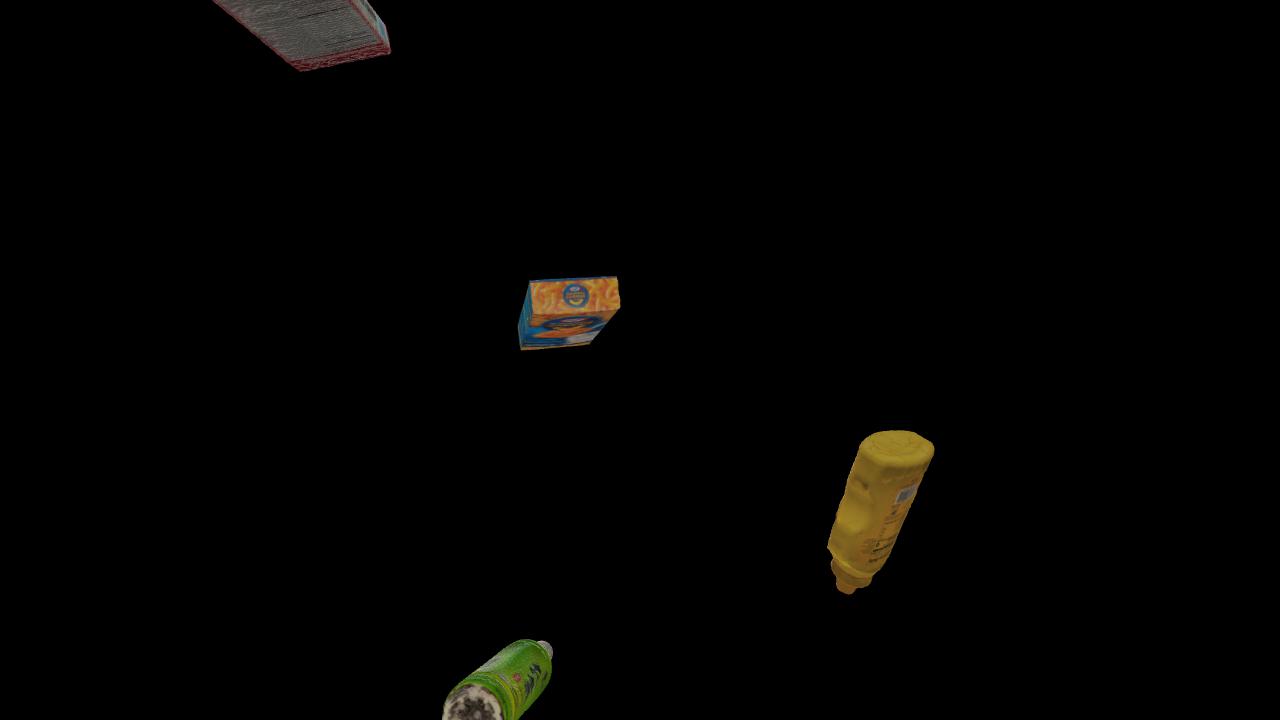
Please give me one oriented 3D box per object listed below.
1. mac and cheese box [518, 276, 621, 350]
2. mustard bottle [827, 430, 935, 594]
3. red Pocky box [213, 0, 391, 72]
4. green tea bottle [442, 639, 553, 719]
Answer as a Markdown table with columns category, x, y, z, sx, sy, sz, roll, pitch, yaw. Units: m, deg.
| category | x | y | z | sx | sy | sz | roll | pitch | yaw |
| --- | --- | --- | --- | --- | --- | --- | --- | --- | --- |
| mac and cheese box | -0.087 | -0.049 | 0.704 | 0.093 | 0.041 | 0.184 | -4 | -9 | -15 |
| mustard bottle | 0.232 | 0.163 | 0.619 | 0.092 | 0.184 | 0.054 | -12 | 32 | -39 |
| red Pocky box | -0.249 | -0.260 | 0.447 | 0.083 | 0.028 | 0.155 | -14 | 4 | -2 |
| green tea bottle | -0.149 | 0.371 | 0.713 | 0.073 | 0.073 | 0.212 | 0 | -6 | 11 |
